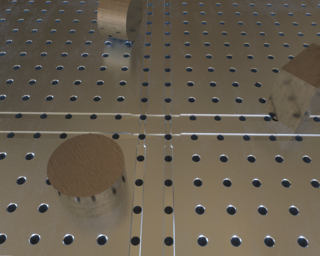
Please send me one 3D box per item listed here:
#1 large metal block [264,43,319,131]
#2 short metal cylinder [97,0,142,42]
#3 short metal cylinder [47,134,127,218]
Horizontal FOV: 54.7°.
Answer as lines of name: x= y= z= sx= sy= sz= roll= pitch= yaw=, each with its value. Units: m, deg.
large metal block: x=0.196 y=-0.056 z=0.421 sx=0.080 sy=0.080 sz=0.050 roll=-36 pitch=59 yaw=-26
short metal cylinder: x=-0.067 y=-0.194 z=0.534 sx=0.050 sy=0.080 sz=0.080 roll=14 pitch=51 yaw=11
short metal cylinder: x=-0.078 y=0.053 z=0.346 sx=0.081 sy=0.050 sz=0.080 roll=0 pitch=50 yaw=0
